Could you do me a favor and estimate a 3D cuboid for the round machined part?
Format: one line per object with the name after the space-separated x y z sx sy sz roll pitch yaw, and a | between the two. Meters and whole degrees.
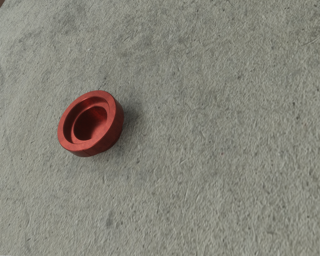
-0.094 -0.002 0.445 0.098 0.042 0.098 -13 56 21 | round machined part
